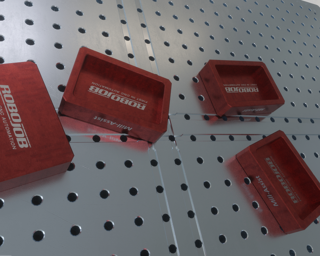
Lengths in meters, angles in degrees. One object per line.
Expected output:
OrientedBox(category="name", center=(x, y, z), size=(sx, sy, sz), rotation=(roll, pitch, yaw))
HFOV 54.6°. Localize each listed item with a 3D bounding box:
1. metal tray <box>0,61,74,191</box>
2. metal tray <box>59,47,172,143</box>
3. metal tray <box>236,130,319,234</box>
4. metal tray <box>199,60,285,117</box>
OrientedBox(category="metal tray", center=(-0.157, -0.006, 0.324), size=(0.091, 0.030, 0.130), rotation=(-16, 70, -34))
OrientedBox(category="metal tray", center=(-0.052, -0.042, 0.401), size=(0.131, 0.030, 0.090), rotation=(18, 55, -17))
OrientedBox(category="metal tray", center=(0.182, 0.075, 0.456), size=(0.091, 0.030, 0.130), rotation=(-20, 73, -36))
OrientedBox(category="metal tray", center=(0.139, -0.068, 0.520), size=(0.131, 0.030, 0.090), rotation=(-5, 64, -31))
